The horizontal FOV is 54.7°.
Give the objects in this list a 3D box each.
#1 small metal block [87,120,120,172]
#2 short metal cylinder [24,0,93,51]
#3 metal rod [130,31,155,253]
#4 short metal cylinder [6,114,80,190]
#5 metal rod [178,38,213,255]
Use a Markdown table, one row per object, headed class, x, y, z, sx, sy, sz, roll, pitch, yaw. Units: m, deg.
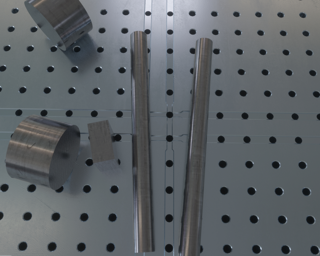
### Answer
| class | x | y | z | sx | sy | sz | roll | pitch | yaw |
| --- | --- | --- | --- | --- | --- | --- | --- | --- | --- |
| small metal block | -0.070 | 0.024 | 0.389 | 0.025 | 0.050 | 0.050 | -11 | 71 | -4 |
| short metal cylinder | -0.142 | -0.158 | 0.439 | 0.080 | 0.080 | 0.050 | 42 | 75 | 13 |
| metal rod | -0.025 | 0.003 | 0.410 | 0.025 | 0.025 | 0.299 | -2 | 70 | -1 |
| short metal cylinder | -0.136 | 0.029 | 0.371 | 0.050 | 0.080 | 0.080 | 15 | 71 | 5 |
| metal rod | 0.049 | 0.014 | 0.407 | 0.025 | 0.025 | 0.299 | 6 | 70 | 2 |
